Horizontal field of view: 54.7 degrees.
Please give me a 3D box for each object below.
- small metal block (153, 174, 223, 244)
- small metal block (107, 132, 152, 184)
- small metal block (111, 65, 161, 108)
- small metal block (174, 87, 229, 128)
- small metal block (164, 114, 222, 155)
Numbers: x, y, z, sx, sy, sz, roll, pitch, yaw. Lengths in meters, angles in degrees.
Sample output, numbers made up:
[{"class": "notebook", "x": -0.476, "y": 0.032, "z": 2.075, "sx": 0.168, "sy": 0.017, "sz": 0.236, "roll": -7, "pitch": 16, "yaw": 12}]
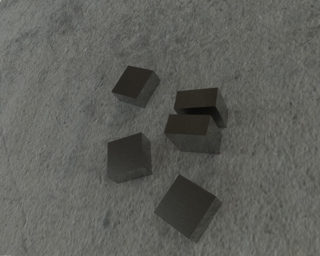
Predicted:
[{"class": "small metal block", "x": 0.030, "y": 0.086, "z": 0.334, "sx": 0.050, "sy": 0.025, "sz": 0.050, "roll": 27, "pitch": 76, "yaw": 37}, {"class": "small metal block", "x": -0.039, "y": 0.039, "z": 0.399, "sx": 0.050, "sy": 0.025, "sz": 0.050, "roll": -17, "pitch": 55, "yaw": 18}, {"class": "small metal block", "x": -0.035, "y": -0.062, "z": 0.459, "sx": 0.050, "sy": 0.025, "sz": 0.050, "roll": 19, "pitch": 71, "yaw": 35}, {"class": "small metal block", "x": 0.051, "y": -0.022, "z": 0.374, "sx": 0.050, "sy": 0.050, "sz": 0.025, "roll": -2, "pitch": 61, "yaw": 27}, {"class": "small metal block", "x": 0.040, "y": 0.008, "z": 0.361, "sx": 0.050, "sy": 0.050, "sz": 0.025, "roll": 2, "pitch": 63, "yaw": 29}]
